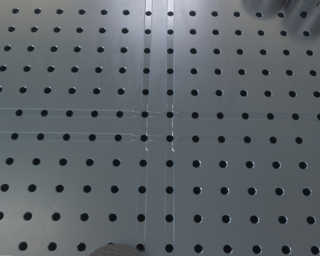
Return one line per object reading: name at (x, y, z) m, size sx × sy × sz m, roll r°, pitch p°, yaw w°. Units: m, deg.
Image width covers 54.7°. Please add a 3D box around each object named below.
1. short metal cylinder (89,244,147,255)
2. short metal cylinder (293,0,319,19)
short metal cylinder at (-0.046, 0.168, 0.337) m, size 0.081 × 0.050 × 0.080 m, roll 0°, pitch 70°, yaw 0°
short metal cylinder at (0.255, -0.218, 0.480) m, size 0.081 × 0.050 × 0.080 m, roll 0°, pitch 70°, yaw 0°
